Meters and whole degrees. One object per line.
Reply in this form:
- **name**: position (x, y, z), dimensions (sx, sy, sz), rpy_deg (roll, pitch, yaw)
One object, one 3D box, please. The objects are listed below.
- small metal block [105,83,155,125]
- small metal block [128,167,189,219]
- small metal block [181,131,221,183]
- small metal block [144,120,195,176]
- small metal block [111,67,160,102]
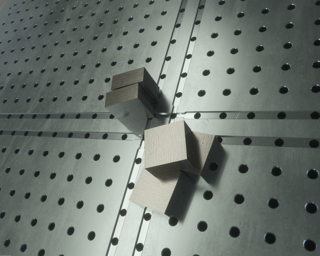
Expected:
- **small metal block**: position (-0.041, -0.032, 0.435), dimensions (0.050, 0.050, 0.025), rpy_deg (-14, 56, 20)
- **small metal block**: position (-0.001, 0.073, 0.365), dimensions (0.050, 0.025, 0.050), rpy_deg (12, 68, 33)
- **small metal block**: position (0.038, 0.032, 0.370), dimensions (0.050, 0.025, 0.050), rpy_deg (11, 67, 33)
- **small metal block**: position (0.010, 0.023, 0.357), dimensions (0.050, 0.025, 0.050), rpy_deg (-15, 55, 20)
- **small metal block**: position (-0.034, -0.057, 0.446), dimensions (0.050, 0.050, 0.025), rpy_deg (-12, 57, 22)
